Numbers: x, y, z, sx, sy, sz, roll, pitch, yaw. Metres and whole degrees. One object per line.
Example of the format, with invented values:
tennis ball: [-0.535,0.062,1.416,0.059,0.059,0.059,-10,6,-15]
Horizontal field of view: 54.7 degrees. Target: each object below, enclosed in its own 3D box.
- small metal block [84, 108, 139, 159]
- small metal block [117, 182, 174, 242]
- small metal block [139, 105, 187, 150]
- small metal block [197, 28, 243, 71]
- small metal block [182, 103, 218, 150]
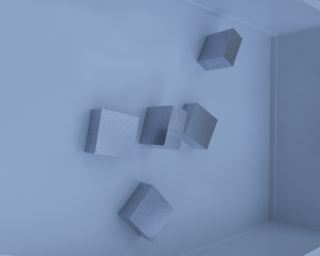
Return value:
small metal block: [-0.055,0.007,0.360,0.050,0.025,0.050,13,82,-39]
small metal block: [-0.017,0.106,0.393,0.050,0.025,0.050,-52,121,-27]
small metal block: [0.003,0.000,0.393,0.025,0.050,0.050,21,77,-38]
small metal block: [0.089,-0.116,0.465,0.025,0.050,0.050,35,69,-35]
small metal block: [0.052,-0.002,0.450,0.050,0.025,0.050,35,69,-35]
